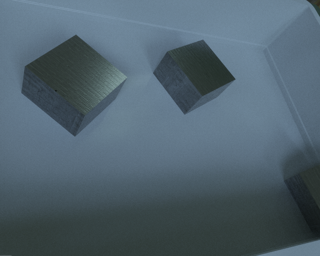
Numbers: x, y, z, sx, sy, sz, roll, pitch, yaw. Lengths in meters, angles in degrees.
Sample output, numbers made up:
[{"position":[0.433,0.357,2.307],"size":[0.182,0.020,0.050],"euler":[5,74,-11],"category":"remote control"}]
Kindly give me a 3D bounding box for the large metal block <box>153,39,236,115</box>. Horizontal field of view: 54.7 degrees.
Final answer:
[{"position":[0.051,-0.078,0.464],"size":[0.081,0.050,0.080],"euler":[-29,78,-37],"category":"large metal block"}]

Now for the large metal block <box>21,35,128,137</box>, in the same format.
[{"position":[-0.100,-0.051,0.367],"size":[0.080,0.050,0.080],"euler":[40,51,-1],"category":"large metal block"}]

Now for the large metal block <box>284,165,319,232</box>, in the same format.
[{"position":[0.243,0.094,0.446],"size":[0.081,0.050,0.080],"euler":[-19,70,-11],"category":"large metal block"}]
